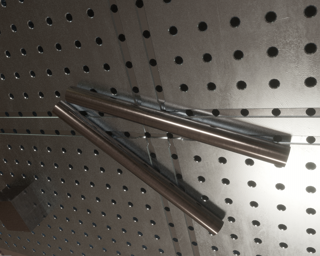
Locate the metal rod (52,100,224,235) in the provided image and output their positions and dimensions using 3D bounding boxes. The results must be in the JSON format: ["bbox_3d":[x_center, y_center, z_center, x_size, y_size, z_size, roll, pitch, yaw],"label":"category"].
[{"bbox_3d":[-0.034,0.057,0.462,0.300,0.025,0.025,37,129,3],"label":"metal rod"}]

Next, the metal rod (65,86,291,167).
[{"bbox_3d":[0.009,-0.008,0.400,0.301,0.025,0.025,17,125,18],"label":"metal rod"}]

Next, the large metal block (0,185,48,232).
[{"bbox_3d":[-0.299,0.170,0.654,0.080,0.050,0.080,-9,114,31],"label":"large metal block"}]
